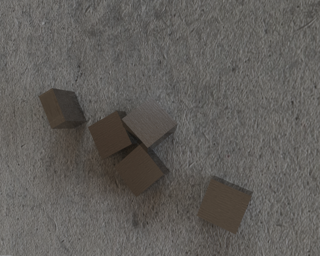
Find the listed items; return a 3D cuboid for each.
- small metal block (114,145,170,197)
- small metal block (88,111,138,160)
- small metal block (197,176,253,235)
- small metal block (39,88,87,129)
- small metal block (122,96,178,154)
[{"bbox_3d":[-0.024,0.056,0.417,0.050,0.025,0.050,-42,77,15],"label":"small metal block"},{"bbox_3d":[-0.064,0.010,0.432,0.050,0.025,0.050,-28,81,17],"label":"small metal block"},{"bbox_3d":[0.080,0.093,0.381,0.050,0.025,0.050,22,97,18],"label":"small metal block"},{"bbox_3d":[-0.138,-0.027,0.445,0.025,0.050,0.050,-27,81,18],"label":"small metal block"},{"bbox_3d":[-0.013,-0.004,0.402,0.050,0.025,0.050,-39,76,-16],"label":"small metal block"}]
